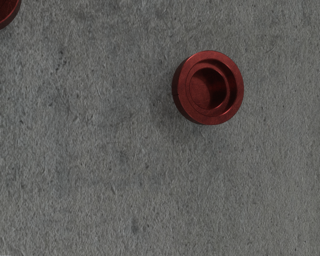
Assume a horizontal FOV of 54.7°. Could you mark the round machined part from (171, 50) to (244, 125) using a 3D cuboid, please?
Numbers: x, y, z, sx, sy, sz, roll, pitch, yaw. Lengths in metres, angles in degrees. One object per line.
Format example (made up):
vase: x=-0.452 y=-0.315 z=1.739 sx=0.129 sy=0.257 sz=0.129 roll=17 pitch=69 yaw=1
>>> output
round machined part: x=0.061 y=-0.052 z=0.422 sx=0.099 sy=0.042 sz=0.097 roll=0 pitch=90 yaw=-20

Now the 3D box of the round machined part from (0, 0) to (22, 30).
round machined part: x=-0.199 y=-0.146 z=0.326 sx=0.099 sy=0.042 sz=0.097 roll=0 pitch=90 yaw=-20
